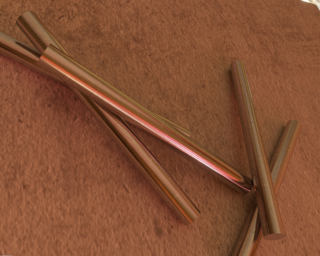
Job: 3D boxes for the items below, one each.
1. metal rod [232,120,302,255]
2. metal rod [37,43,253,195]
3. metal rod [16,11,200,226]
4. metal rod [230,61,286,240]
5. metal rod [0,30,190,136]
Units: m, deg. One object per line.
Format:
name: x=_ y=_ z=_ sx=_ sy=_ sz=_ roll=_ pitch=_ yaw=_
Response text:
metal rod: x=0.156 y=0.085 z=0.438 sx=0.025 sy=0.025 sz=0.301 roll=41 pitch=51 yaw=-1
metal rod: x=0.000 y=0.002 z=0.365 sx=0.301 sy=0.025 sz=0.025 roll=33 pitch=50 yaw=-22
metal rod: x=-0.058 y=-0.010 z=0.358 sx=0.300 sy=0.025 sz=0.025 roll=50 pitch=51 yaw=-1
metal rod: x=0.135 y=0.009 z=0.455 sx=0.025 sy=0.025 sz=0.300 roll=16 pitch=50 yaw=-20
metal rod: x=-0.097 y=-0.054 z=0.385 sx=0.301 sy=0.025 sz=0.025 roll=28 pitch=52 yaw=-11
